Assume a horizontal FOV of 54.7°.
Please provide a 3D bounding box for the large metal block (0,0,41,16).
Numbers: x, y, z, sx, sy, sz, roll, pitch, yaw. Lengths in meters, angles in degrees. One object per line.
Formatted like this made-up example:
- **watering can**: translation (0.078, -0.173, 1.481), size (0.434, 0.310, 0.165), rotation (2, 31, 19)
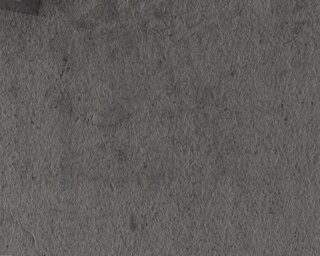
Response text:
- **large metal block**: translation (-0.198, -0.198, 0.396), size (0.080, 0.050, 0.080), rotation (11, 90, 0)
